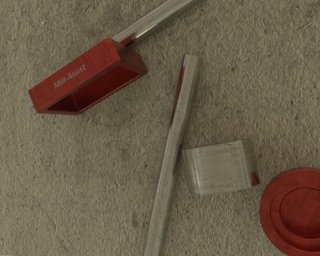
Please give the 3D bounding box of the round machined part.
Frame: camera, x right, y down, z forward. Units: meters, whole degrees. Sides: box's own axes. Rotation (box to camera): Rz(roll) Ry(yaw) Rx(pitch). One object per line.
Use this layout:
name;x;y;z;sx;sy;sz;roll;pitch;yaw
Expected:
round machined part;0.163;0.092;0.343;0.098;0.042;0.097;0;90;20

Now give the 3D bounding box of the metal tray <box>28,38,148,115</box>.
metal tray;-0.091;-0.061;0.406;0.130;0.090;0.030;-28;81;17

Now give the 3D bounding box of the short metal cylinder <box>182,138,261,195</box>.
short metal cylinder;0.069;0.043;0.355;0.080;0.080;0.050;-11;86;19

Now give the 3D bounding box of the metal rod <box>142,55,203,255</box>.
metal rod;0.012;0.056;0.404;0.025;0.025;0.298;13;94;19

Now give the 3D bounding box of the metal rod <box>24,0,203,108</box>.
metal rod;-0.073;-0.109;0.434;0.300;0.025;0.025;-28;81;17
